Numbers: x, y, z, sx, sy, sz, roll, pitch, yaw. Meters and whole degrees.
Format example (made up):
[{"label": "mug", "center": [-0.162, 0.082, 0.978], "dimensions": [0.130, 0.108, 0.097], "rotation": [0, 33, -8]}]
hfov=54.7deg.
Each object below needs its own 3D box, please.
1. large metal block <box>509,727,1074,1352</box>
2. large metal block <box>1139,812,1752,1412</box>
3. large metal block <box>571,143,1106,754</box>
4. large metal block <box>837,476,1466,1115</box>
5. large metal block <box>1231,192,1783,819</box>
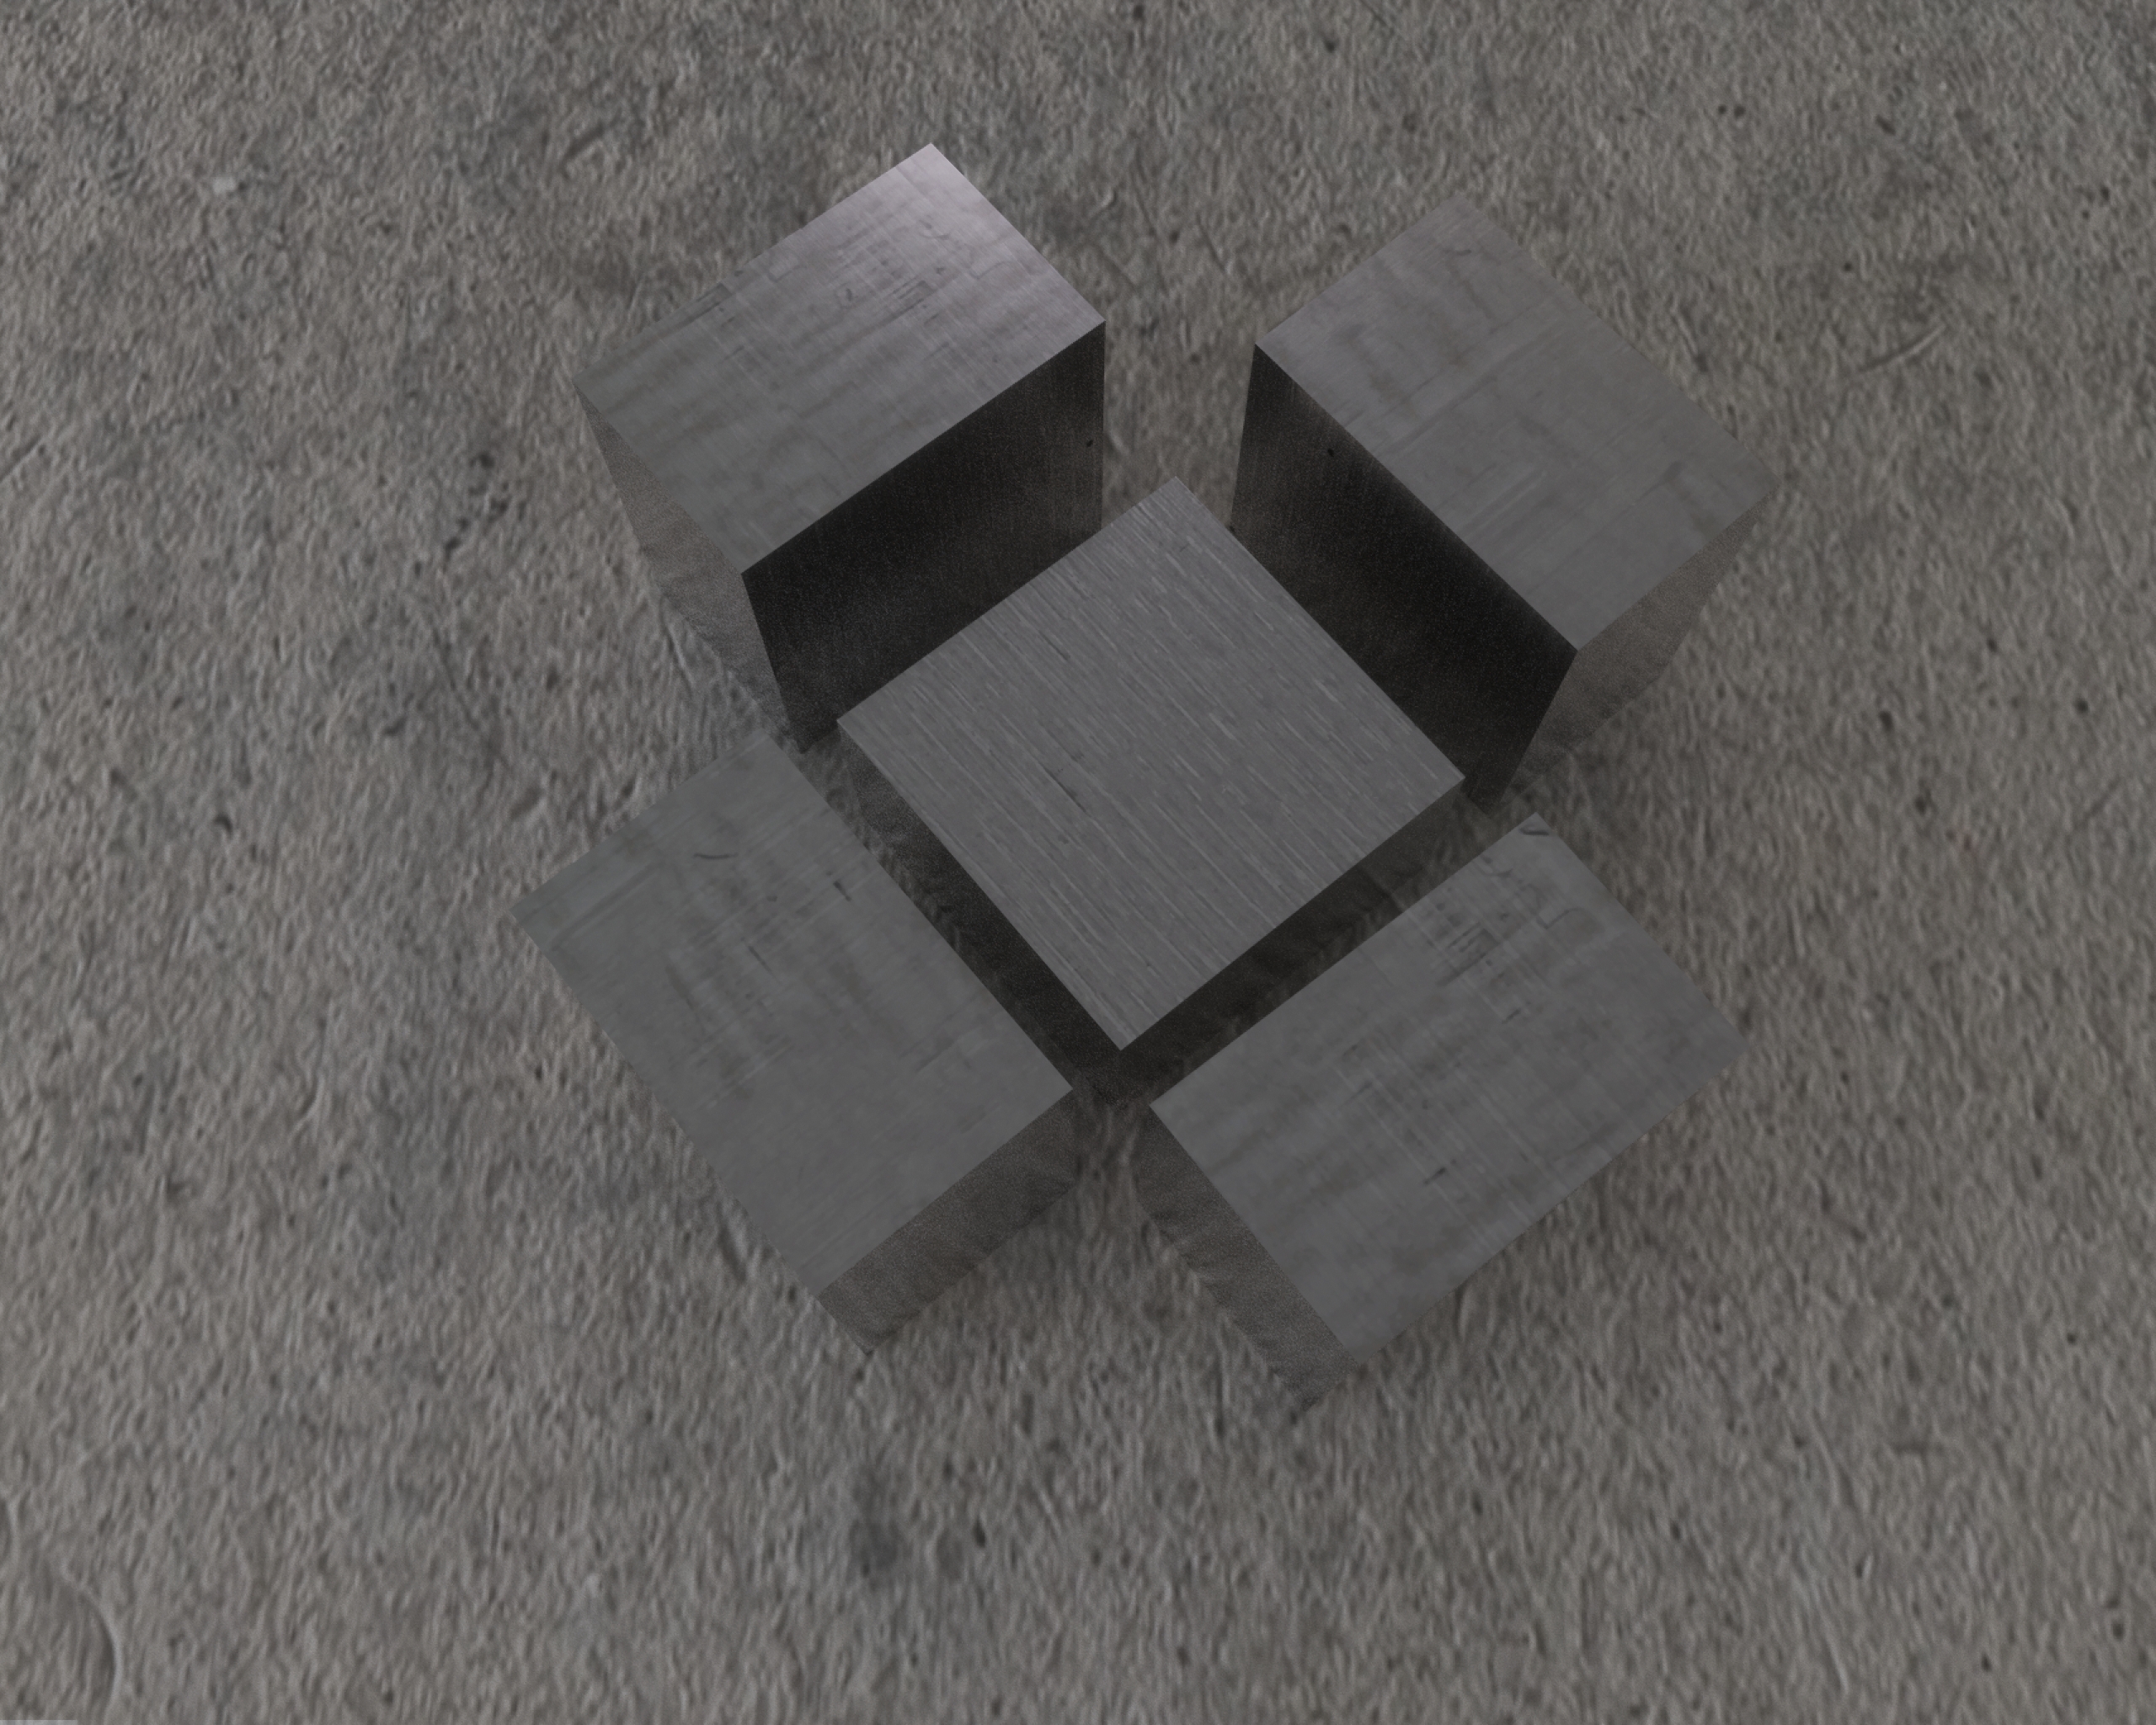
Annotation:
[{"label": "large metal block", "center": [-0.046, 0.035, 0.366], "dimensions": [0.050, 0.080, 0.080], "rotation": [-38, 75, -13]}, {"label": "large metal block", "center": [0.058, 0.047, 0.362], "dimensions": [0.080, 0.080, 0.050], "rotation": [-36, 74, -12]}, {"label": "large metal block", "center": [-0.042, -0.078, 0.407], "dimensions": [0.080, 0.080, 0.050], "rotation": [-38, 75, -13]}, {"label": "large metal block", "center": [0.013, -0.012, 0.399], "dimensions": [0.080, 0.050, 0.080], "rotation": [-38, 74, -13]}, {"label": "large metal block", "center": [0.077, -0.066, 0.403], "dimensions": [0.050, 0.080, 0.080], "rotation": [-39, 75, -13]}]
